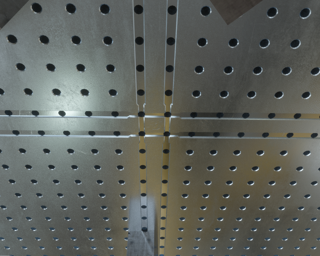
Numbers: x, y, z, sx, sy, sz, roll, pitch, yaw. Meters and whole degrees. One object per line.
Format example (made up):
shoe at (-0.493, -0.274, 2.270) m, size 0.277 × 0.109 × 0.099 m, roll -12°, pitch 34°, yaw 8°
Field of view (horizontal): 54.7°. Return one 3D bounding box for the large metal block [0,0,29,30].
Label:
large metal block at (-0.177, -0.104, 0.284) m, size 0.080 × 0.080 × 0.050 m, roll -29°, pitch 125°, yaw 22°

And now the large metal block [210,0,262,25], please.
large metal block at (0.049, -0.145, 0.253) m, size 0.050 × 0.080 × 0.080 m, roll -33°, pitch 123°, yaw 24°

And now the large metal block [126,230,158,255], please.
large metal block at (-0.032, 0.254, 0.592) m, size 0.050 × 0.080 × 0.080 m, roll -4°, pitch 130°, yaw 3°
